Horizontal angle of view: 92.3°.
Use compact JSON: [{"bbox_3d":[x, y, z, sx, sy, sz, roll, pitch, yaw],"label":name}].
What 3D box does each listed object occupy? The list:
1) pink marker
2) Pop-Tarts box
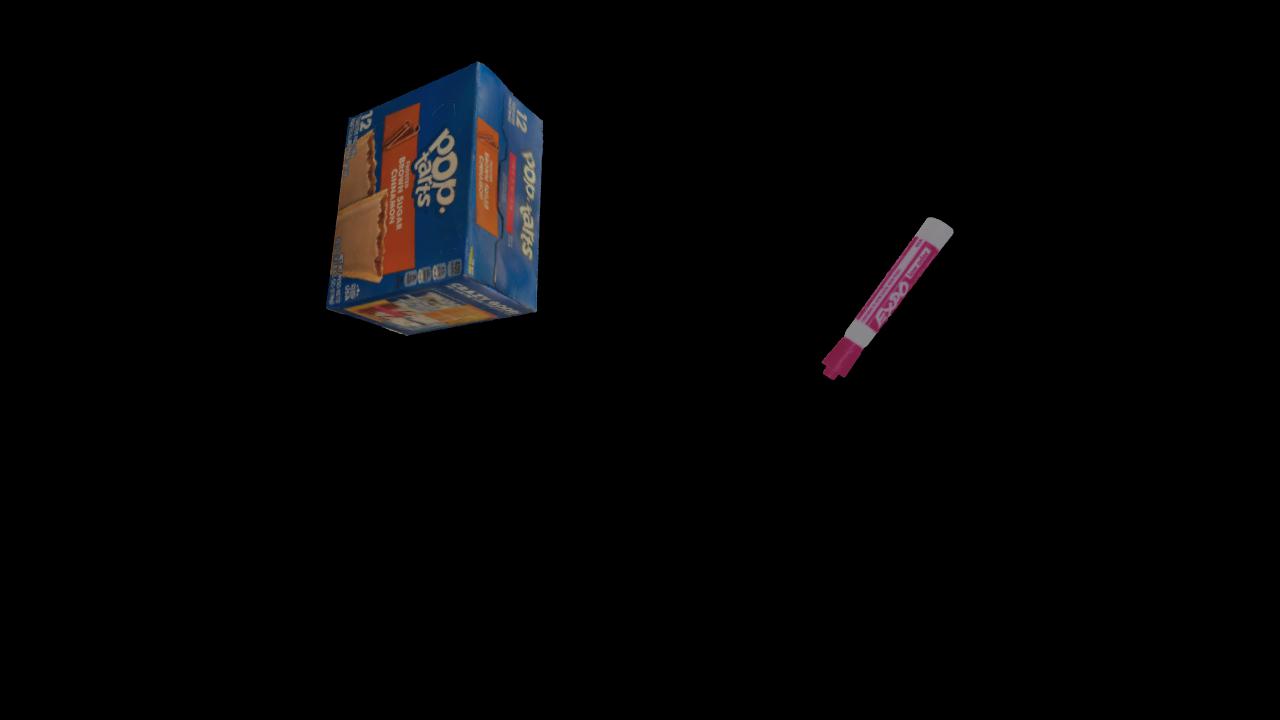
[{"bbox_3d":[0.160,-0.038,0.405,0.020,0.121,0.020,33,10,-6],"label":"pink marker"},{"bbox_3d":[-0.157,-0.117,0.481,0.141,0.167,0.083,-7,-15,26],"label":"Pop-Tarts box"}]
